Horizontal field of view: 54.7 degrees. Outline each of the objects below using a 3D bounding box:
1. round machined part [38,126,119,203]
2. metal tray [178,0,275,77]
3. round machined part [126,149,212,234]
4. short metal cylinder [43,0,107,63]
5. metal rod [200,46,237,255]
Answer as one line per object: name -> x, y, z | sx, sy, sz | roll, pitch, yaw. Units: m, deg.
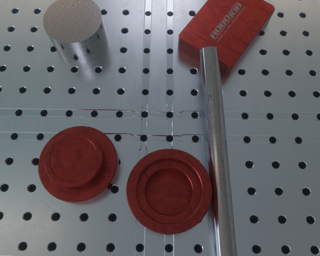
round machined part -> -0.103, 0.043, 0.386 | 0.099, 0.042, 0.098 | 0, 70, 0
metal tray -> 0.099, -0.150, 0.465 | 0.090, 0.030, 0.130 | 34, 73, 11
round machined part -> 0.011, 0.077, 0.375 | 0.099, 0.042, 0.098 | 0, 70, 0
short metal cylinder -> -0.120, -0.142, 0.449 | 0.081, 0.050, 0.080 | 0, 70, 0
metal rod -> 0.072, 0.040, 0.382 | 0.025, 0.025, 0.299 | -2, 76, -1
